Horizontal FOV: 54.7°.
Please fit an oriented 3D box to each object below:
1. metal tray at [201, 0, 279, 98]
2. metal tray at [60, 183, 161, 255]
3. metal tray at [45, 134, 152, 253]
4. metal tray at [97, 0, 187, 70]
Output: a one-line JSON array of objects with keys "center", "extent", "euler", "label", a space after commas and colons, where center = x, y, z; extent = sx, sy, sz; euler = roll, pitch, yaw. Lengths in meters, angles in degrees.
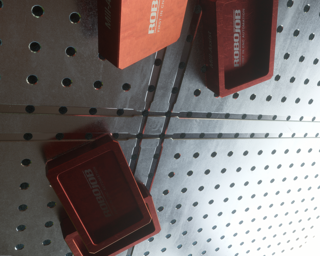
[{"center": [0.103, -0.113, 0.396], "extent": [0.091, 0.030, 0.129], "euler": [-22, 127, -16], "label": "metal tray"}, {"center": [-0.069, 0.148, 0.463], "extent": [0.131, 0.030, 0.089], "euler": [-23, 127, -15], "label": "metal tray"}, {"center": [-0.075, 0.084, 0.396], "extent": [0.091, 0.030, 0.129], "euler": [-26, 112, -14], "label": "metal tray"}, {"center": [-0.011, -0.125, 0.278], "extent": [0.091, 0.030, 0.129], "euler": [-36, 155, -32], "label": "metal tray"}]
